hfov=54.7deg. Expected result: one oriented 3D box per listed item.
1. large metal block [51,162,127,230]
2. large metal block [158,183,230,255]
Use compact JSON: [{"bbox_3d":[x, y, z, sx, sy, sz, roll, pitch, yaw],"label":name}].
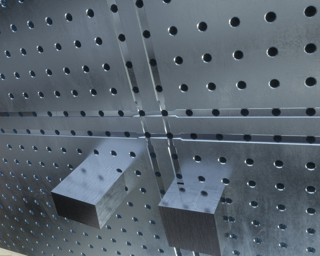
[{"bbox_3d":[-0.111,0.105,0.497,0.080,0.080,0.050,10,123,22],"label":"large metal block"},{"bbox_3d":[0.051,0.131,0.448,0.080,0.050,0.079,1,119,27],"label":"large metal block"}]
